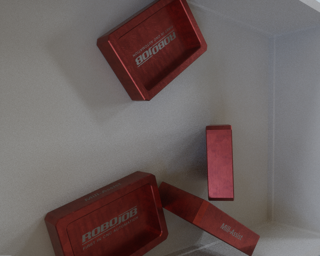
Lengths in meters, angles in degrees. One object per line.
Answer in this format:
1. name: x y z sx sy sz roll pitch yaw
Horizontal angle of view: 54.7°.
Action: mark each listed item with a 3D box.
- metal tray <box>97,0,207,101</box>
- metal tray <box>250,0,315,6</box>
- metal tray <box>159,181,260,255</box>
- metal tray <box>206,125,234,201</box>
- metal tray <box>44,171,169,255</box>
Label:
1. metal tray: -0.004 -0.106 0.394 0.131 0.030 0.090 -44 117 -26
2. metal tray: 0.196 -0.233 0.530 0.131 0.090 0.030 -11 116 -40
3. metal tray: 0.062 0.122 0.416 0.130 0.090 0.030 38 75 -34
4. metal tray: 0.083 0.040 0.425 0.130 0.030 0.089 -6 94 -79
5. metal tray: -0.055 0.115 0.359 0.131 0.030 0.089 -21 103 -38
